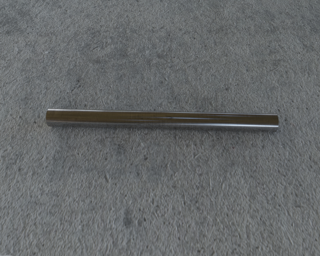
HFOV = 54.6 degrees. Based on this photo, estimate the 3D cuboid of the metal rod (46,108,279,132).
[{"bbox_3d":[0.002,-0.010,0.414,0.302,0.025,0.025,1,50,1],"label":"metal rod"}]
